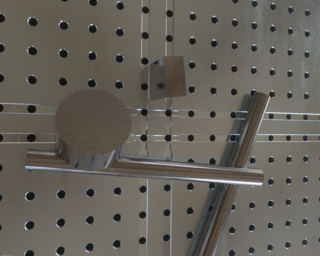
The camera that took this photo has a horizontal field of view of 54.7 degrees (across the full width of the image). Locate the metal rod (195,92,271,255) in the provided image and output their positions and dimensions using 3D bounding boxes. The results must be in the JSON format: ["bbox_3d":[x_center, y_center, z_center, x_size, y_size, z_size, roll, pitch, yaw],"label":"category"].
[{"bbox_3d":[0.100,0.089,0.449,0.025,0.025,0.299,24,82,-19],"label":"metal rod"}]

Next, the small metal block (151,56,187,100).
[{"bbox_3d":[0.011,-0.064,0.403,0.025,0.050,0.050,-6,92,-20],"label":"small metal block"}]

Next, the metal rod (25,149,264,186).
[{"bbox_3d":[-0.007,0.052,0.395,0.302,0.025,0.025,6,88,-15],"label":"metal rod"}]

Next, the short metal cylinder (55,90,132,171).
[{"bbox_3d":[-0.077,0.003,0.354,0.081,0.050,0.080,8,60,-14],"label":"short metal cylinder"}]
